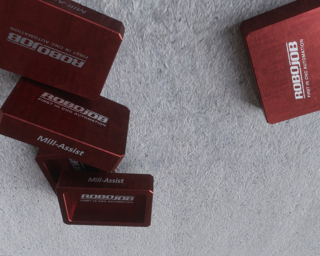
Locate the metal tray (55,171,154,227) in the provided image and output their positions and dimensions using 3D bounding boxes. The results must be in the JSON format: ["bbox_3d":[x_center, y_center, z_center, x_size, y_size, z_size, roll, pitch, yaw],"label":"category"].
[{"bbox_3d":[-0.077,0.105,0.452,0.131,0.030,0.089,3,130,-3],"label":"metal tray"}]

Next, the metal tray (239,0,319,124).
[{"bbox_3d":[0.150,-0.070,0.345,0.090,0.030,0.130,-18,128,14],"label":"metal tray"}]

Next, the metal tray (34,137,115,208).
[{"bbox_3d":[-0.116,0.072,0.464,0.090,0.030,0.129,-7,130,5],"label":"metal tray"}]

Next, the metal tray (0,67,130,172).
[{"bbox_3d":[-0.102,-0.011,0.354,0.131,0.090,0.030,23,126,-19],"label":"metal tray"}]

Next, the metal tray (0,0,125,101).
[{"bbox_3d":[-0.114,-0.091,0.326,0.131,0.030,0.089,19,128,-16],"label":"metal tray"}]
